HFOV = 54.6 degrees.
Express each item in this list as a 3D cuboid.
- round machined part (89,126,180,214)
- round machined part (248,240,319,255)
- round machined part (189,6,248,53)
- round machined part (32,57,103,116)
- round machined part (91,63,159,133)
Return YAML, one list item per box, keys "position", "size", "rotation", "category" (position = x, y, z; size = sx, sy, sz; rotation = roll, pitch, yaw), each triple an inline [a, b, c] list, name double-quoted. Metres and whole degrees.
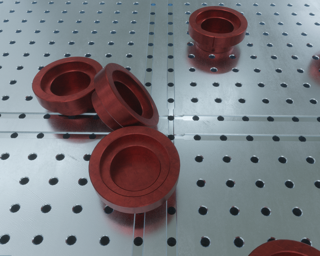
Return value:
- position: [-0.027, 0.049, 0.351]
  size: [0.099, 0.042, 0.098]
  rotation: [0, 57, 0]
  category: "round machined part"
- position: [0.113, 0.153, 0.269]
  size: [0.099, 0.042, 0.098]
  rotation: [0, 50, 0]
  category: "round machined part"
- position: [0.098, -0.167, 0.538]
  size: [0.099, 0.042, 0.098]
  rotation: [0, 50, 0]
  category: "round machined part"
- position: [-0.124, -0.055, 0.440]
  size: [0.098, 0.042, 0.098]
  rotation: [-2, 48, 3]
  category: "round machined part"
- position: [-0.049, -0.032, 0.400]
  size: [0.042, 0.098, 0.098]
  rotation: [-35, 48, 21]
  category: "round machined part"
